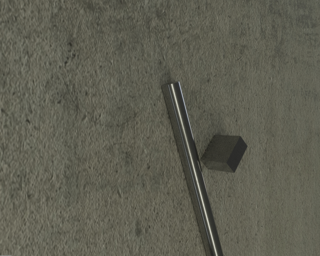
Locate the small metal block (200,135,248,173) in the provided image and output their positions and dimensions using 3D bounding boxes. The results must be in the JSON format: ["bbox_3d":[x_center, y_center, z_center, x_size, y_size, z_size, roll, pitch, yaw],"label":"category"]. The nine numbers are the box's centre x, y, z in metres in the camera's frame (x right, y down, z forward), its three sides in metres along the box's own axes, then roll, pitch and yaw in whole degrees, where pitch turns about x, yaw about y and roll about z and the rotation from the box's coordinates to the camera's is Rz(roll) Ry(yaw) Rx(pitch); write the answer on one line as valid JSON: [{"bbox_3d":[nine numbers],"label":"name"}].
[{"bbox_3d":[0.097,0.038,0.473,0.025,0.050,0.050,49,61,-29],"label":"small metal block"}]

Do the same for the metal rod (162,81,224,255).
[{"bbox_3d":[0.053,0.080,0.451,0.025,0.025,0.298,-26,106,-37],"label":"metal rod"}]
